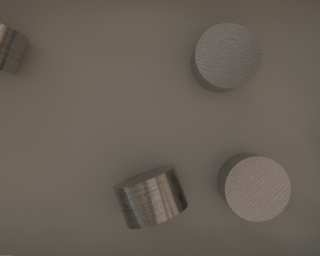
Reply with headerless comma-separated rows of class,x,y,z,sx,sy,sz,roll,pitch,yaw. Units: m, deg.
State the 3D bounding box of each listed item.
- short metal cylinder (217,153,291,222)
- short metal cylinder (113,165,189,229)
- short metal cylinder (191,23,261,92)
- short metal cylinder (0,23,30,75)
short metal cylinder,0.119,0.074,0.401,0.081,0.050,0.079,0,90,-1
short metal cylinder,-0.011,0.083,0.384,0.080,0.080,0.050,-20,90,0
short metal cylinder,0.083,-0.088,0.400,0.081,0.050,0.079,0,90,-1
short metal cylinder,-0.211,-0.104,0.381,0.080,0.080,0.050,22,90,-1
